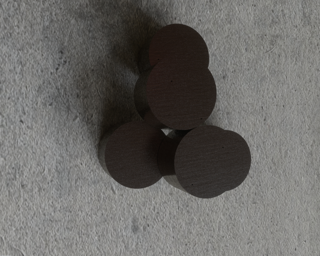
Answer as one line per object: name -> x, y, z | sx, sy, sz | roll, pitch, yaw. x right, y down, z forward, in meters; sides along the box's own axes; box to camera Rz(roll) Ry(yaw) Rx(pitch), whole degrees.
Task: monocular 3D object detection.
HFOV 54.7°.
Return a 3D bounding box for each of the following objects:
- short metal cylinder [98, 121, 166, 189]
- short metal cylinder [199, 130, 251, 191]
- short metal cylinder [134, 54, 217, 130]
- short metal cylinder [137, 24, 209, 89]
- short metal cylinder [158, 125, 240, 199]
short metal cylinder -> -0.033, 0.031, 0.385 | 0.081, 0.050, 0.080 | 0, 90, -20
short metal cylinder -> 0.076, 0.042, 0.424 | 0.081, 0.050, 0.080 | 0, 90, -20
short metal cylinder -> 0.016, -0.038, 0.349 | 0.081, 0.050, 0.080 | 0, 90, -20
short metal cylinder -> 0.016, -0.088, 0.403 | 0.081, 0.050, 0.080 | 0, 90, -20
short metal cylinder -> 0.044, 0.037, 0.359 | 0.081, 0.050, 0.080 | 0, 90, -21
